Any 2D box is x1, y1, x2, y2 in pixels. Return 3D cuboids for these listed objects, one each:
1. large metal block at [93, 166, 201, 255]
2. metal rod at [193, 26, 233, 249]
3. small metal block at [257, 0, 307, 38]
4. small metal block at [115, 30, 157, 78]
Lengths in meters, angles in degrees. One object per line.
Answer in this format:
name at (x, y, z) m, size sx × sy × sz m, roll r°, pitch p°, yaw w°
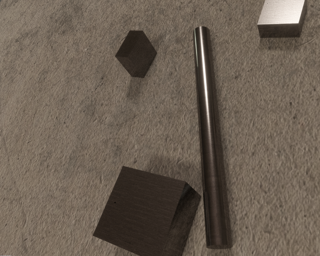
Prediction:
large metal block at (-0.012, 0.094, 0.335) m, size 0.080 × 0.050 × 0.080 m, roll 9°, pitch 66°, yaw 31°
metal rod at (0.059, -0.012, 0.379) m, size 0.025 × 0.025 × 0.299 m, roll -13°, pitch 56°, yaw 21°
small metal block at (0.162, -0.147, 0.409) m, size 0.050 × 0.025 × 0.050 m, roll 9°, pitch 66°, yaw 32°
small metal block at (-0.035, -0.112, 0.474) m, size 0.025 × 0.050 × 0.050 m, roll 13°, pitch 68°, yaw 33°
